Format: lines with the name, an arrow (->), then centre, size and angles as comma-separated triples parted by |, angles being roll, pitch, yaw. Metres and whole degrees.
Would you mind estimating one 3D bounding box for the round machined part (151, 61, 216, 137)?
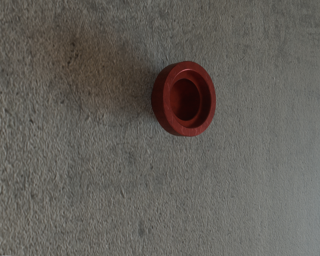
round machined part -> 0.027, -0.037, 0.415 | 0.099, 0.042, 0.097 | 0, 90, -40
